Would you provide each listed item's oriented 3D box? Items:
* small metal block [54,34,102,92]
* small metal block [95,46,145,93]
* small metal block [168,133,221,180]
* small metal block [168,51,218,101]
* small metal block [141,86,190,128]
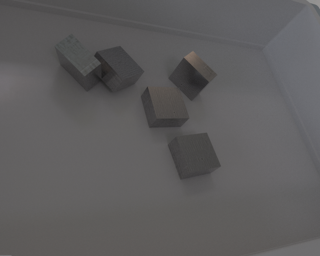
[{"bbox_3d":[-0.099,-0.079,0.381,0.050,0.050,0.025,45,73,3],"label":"small metal block"},{"bbox_3d":[-0.057,-0.080,0.416,0.050,0.025,0.050,47,37,5],"label":"small metal block"},{"bbox_3d":[0.045,0.036,0.407,0.050,0.025,0.050,-6,65,-31],"label":"small metal block"},{"bbox_3d":[0.048,-0.077,0.462,0.050,0.050,0.025,45,51,3],"label":"small metal block"},{"bbox_3d":[0.007,-0.029,0.426,0.050,0.025,0.050,-2,63,-29],"label":"small metal block"}]
